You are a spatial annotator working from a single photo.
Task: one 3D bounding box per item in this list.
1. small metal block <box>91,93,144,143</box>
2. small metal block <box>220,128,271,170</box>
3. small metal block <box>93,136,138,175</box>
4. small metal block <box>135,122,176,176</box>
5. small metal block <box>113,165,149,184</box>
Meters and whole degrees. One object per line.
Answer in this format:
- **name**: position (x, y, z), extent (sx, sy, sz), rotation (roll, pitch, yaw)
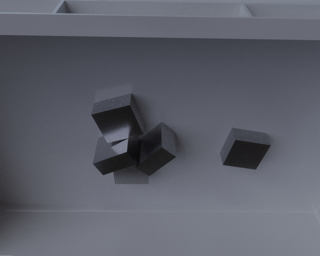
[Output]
- **small metal block**: position (-0.053, -0.012, 0.398), extent (0.050, 0.025, 0.050), rotation (-13, 129, 10)
- **small metal block**: position (0.119, 0.030, 0.436), extent (0.050, 0.025, 0.050), rotation (9, 130, -8)
- **small metal block**: position (-0.059, 0.030, 0.418), extent (0.050, 0.050, 0.025), rotation (-20, 128, 16)
- **small metal block**: position (-0.006, 0.028, 0.417), extent (0.025, 0.050, 0.050), rotation (36, 121, -27)
- **small metal block**: position (-0.042, 0.057, 0.457), extent (0.050, 0.025, 0.050), rotation (0, 131, -1)
